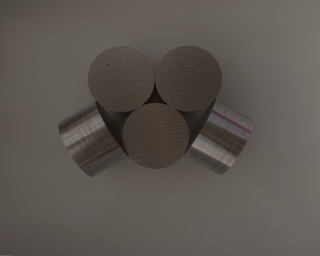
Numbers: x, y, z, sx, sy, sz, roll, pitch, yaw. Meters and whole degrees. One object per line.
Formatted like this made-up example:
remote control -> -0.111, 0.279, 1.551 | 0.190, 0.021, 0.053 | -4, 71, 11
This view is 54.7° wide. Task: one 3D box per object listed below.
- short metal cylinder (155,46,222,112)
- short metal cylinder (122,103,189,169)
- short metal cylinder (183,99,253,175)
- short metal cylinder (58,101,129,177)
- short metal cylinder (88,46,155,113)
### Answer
short metal cylinder -> 0.034, -0.060, 0.397 | 0.081, 0.050, 0.080 | 0, 90, 0
short metal cylinder -> -0.005, 0.009, 0.397 | 0.081, 0.050, 0.080 | 0, 90, 0
short metal cylinder -> 0.070, 0.011, 0.382 | 0.050, 0.080, 0.080 | 30, 90, 0
short metal cylinder -> -0.079, 0.013, 0.382 | 0.050, 0.080, 0.080 | -30, 90, 0
short metal cylinder -> -0.046, -0.059, 0.397 | 0.081, 0.050, 0.080 | 0, 90, 0
